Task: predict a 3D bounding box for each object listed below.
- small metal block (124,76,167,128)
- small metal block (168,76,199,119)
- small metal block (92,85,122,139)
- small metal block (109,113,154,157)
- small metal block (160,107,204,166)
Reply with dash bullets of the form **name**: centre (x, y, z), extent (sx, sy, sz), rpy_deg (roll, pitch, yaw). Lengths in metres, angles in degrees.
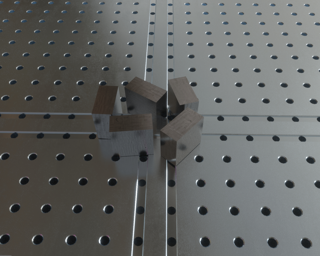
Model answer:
- **small metal block**: centre (-0.018, -0.035, 0.421), extent (0.050, 0.050, 0.025), rpy_deg (27, 56, 20)
- **small metal block**: centre (0.030, -0.033, 0.419), extent (0.025, 0.050, 0.050), rpy_deg (-12, 50, -10)
- **small metal block**: centre (-0.068, -0.020, 0.408), extent (0.025, 0.050, 0.050), rpy_deg (3, 51, 3)
- **small metal block**: centre (-0.034, 0.010, 0.383), extent (0.050, 0.050, 0.025), rpy_deg (-4, 50, -3)
- **small metal block**: centre (0.027, 0.011, 0.382), extent (0.025, 0.050, 0.050), rpy_deg (34, 58, 26)
